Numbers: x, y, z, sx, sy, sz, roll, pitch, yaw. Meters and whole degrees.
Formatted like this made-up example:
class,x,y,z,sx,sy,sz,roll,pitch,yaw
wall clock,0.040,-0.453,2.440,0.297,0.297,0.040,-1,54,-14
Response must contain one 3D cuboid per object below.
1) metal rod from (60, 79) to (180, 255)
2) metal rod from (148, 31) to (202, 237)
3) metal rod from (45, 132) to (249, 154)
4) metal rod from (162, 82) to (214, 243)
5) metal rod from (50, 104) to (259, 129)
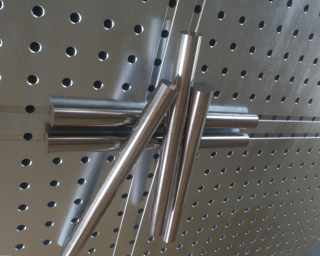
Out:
class,x,y,z,sx,sy,sz,roll,pitch,yaw
metal rod,-0.061,0.070,0.398,0.025,0.025,0.298,15,117,-35
metal rod,0.014,0.027,0.405,0.025,0.025,0.298,-6,122,-26
metal rod,0.003,0.018,0.426,0.303,0.025,0.025,1,118,-29
metal rod,0.033,0.071,0.451,0.025,0.025,0.298,-10,130,-23
metal rod,0.014,-0.012,0.413,0.303,0.025,0.025,1,118,-29
